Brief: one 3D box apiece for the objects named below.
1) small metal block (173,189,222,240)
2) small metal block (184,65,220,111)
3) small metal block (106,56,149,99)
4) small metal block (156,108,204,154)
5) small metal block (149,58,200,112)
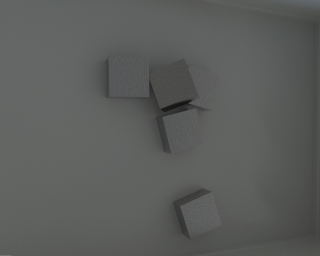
[{"bbox_3d":[0.052,0.119,0.431,0.050,0.025,0.050,-19,97,-19],"label":"small metal block"},{"bbox_3d":[0.051,-0.054,0.431,0.050,0.025,0.050,14,85,-20],"label":"small metal block"},{"bbox_3d":[-0.041,-0.063,0.395,0.050,0.025,0.050,-1,90,-17],"label":"small metal block"},{"bbox_3d":[0.027,0.003,0.422,0.050,0.025,0.050,-15,96,-20],"label":"small metal block"},{"bbox_3d":[0.018,-0.054,0.400,0.050,0.025,0.050,-21,79,9],"label":"small metal block"}]
